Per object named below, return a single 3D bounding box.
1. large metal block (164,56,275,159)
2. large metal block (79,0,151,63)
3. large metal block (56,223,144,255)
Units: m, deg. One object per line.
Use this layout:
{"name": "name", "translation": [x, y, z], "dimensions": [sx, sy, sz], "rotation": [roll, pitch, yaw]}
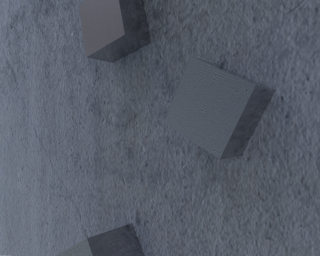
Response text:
{"name": "large metal block", "translation": [0.062, -0.023, 0.336], "dimensions": [0.080, 0.050, 0.079], "rotation": [34, 111, 34]}
{"name": "large metal block", "translation": [-0.065, -0.148, 0.440], "dimensions": [0.080, 0.050, 0.080], "rotation": [-17, 80, 38]}
{"name": "large metal block", "translation": [-0.083, 0.180, 0.436], "dimensions": [0.080, 0.081, 0.050], "rotation": [-37, 68, 34]}
